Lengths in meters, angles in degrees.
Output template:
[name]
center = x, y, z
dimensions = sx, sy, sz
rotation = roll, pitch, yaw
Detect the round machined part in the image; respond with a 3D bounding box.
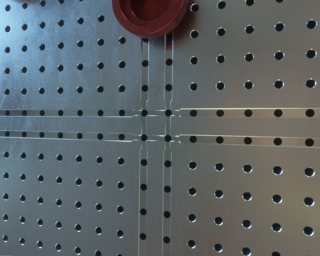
[round machined part]
center = -0.010, -0.166, 0.406
dimensions = 0.098, 0.042, 0.097
rotation = 0, 90, 19
